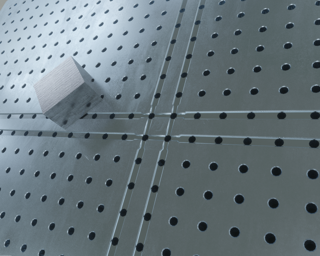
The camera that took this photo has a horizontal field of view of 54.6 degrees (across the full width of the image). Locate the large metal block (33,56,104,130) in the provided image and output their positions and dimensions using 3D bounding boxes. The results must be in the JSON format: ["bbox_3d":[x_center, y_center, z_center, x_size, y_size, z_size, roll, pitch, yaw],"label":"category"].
[{"bbox_3d":[-0.151,-0.059,0.509,0.080,0.050,0.080,-37,51,3],"label":"large metal block"}]
